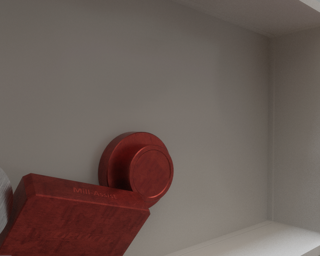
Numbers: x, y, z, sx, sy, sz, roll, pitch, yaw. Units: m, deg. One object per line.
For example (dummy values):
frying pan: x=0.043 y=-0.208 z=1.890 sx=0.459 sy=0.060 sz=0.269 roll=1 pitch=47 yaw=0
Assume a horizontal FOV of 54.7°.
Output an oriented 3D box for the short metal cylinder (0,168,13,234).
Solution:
short metal cylinder: x=-0.167 y=0.059 z=0.242 sx=0.081 sy=0.050 sz=0.079 roll=-1 pitch=91 yaw=-52

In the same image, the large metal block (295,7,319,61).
large metal block: x=0.352 y=-0.210 z=0.692 sx=0.080 sy=0.050 sz=0.080 roll=33 pitch=69 yaw=-35

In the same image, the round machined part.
round machined part: x=-0.022 y=0.054 z=0.379 sx=0.099 sy=0.042 sz=0.097 roll=0 pitch=90 yaw=-40

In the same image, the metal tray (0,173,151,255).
metal tray: x=-0.085 y=0.099 z=0.307 sx=0.131 sy=0.030 sz=0.090 roll=21 pitch=107 yaw=-39
